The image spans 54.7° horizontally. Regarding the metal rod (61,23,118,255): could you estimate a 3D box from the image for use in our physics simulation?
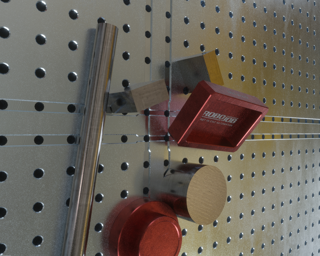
[{"bbox_3d":[-0.079,0.031,0.342,0.025,0.025,0.298,12,82,-39],"label":"metal rod"}]

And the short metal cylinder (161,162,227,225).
[{"bbox_3d":[0.048,0.090,0.433,0.081,0.050,0.080,0,90,-40],"label":"short metal cylinder"}]

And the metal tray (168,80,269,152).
[{"bbox_3d":[0.086,-0.011,0.445,0.131,0.030,0.089,9,124,-40],"label":"metal tray"}]

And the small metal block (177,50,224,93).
[{"bbox_3d":[0.057,-0.079,0.441,0.025,0.050,0.050,-31,109,-36],"label":"small metal block"}]

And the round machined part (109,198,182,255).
[{"bbox_3d":[-0.011,0.141,0.389,0.099,0.042,0.097,0,90,-40],"label":"round machined part"}]

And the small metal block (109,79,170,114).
[{"bbox_3d":[-0.026,-0.038,0.371,0.050,0.050,0.025,-26,107,-37],"label":"small metal block"}]
